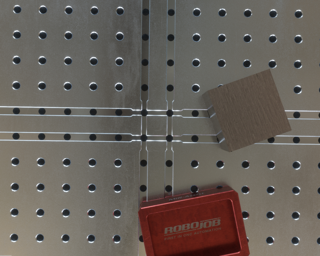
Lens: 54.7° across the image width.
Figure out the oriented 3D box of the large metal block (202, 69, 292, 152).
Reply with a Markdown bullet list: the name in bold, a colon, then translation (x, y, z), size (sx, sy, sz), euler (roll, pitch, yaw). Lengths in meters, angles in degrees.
- **large metal block**: translation (0.109, -0.021, 0.401), size (0.080, 0.050, 0.080), euler (-20, 90, 0)

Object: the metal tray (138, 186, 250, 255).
- **metal tray**: translation (0.044, 0.135, 0.411), size (0.131, 0.030, 0.089), euler (-11, 90, 0)
